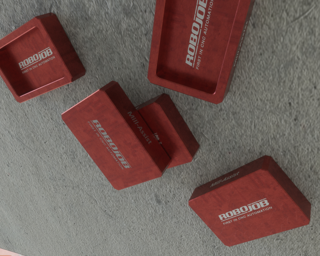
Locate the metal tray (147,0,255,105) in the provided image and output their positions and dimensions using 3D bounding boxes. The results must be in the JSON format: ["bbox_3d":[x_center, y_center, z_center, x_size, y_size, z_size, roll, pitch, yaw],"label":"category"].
[{"bbox_3d":[0.040,-0.098,0.321,0.090,0.030,0.129,20,126,16],"label":"metal tray"}]

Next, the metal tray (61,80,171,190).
[{"bbox_3d":[-0.057,0.014,0.403,0.090,0.030,0.130,-25,105,36],"label":"metal tray"}]

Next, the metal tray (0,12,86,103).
[{"bbox_3d":[-0.178,-0.094,0.438,0.130,0.030,0.090,-13,112,33],"label":"metal tray"}]

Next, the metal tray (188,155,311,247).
[{"bbox_3d":[0.113,0.100,0.406,0.090,0.030,0.129,49,129,-7],"label":"metal tray"}]

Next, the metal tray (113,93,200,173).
[{"bbox_3d":[-0.023,0.017,0.427,0.130,0.030,0.090,-22,107,36],"label":"metal tray"}]
